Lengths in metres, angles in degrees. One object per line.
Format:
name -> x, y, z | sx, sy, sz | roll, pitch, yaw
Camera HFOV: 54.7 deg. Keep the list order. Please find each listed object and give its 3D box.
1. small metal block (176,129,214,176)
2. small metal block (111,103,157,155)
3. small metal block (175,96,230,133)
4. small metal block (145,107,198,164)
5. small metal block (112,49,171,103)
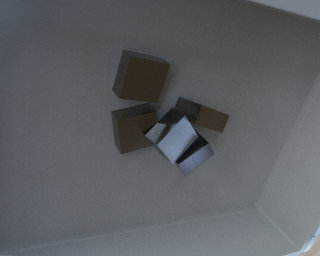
small metal block -> 0.039, 0.030, 0.434 | 0.050, 0.050, 0.025 | -35, 129, -6
small metal block -> -0.032, 0.000, 0.393 | 0.050, 0.025, 0.050 | -15, 125, -21
small metal block -> 0.054, -0.018, 0.410 | 0.050, 0.050, 0.025 | 16, 98, -35
small metal block -> 0.016, 0.011, 0.398 | 0.050, 0.025, 0.050 | -47, 138, -10
small metal block -> -0.022, -0.059, 0.361 | 0.050, 0.025, 0.050 | 5, 116, -31
